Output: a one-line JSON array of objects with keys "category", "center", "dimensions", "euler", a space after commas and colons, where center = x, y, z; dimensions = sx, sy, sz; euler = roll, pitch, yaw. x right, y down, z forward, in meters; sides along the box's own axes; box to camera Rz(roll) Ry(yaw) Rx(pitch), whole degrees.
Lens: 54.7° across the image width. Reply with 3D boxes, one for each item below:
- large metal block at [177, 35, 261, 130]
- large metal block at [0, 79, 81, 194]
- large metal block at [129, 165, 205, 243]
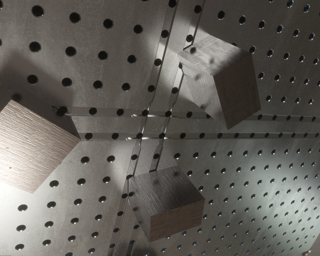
[{"category": "large metal block", "center": [0.073, -0.057, 0.382], "dimensions": [0.050, 0.080, 0.080], "euler": [-32, 129, -8]}, {"category": "large metal block", "center": [-0.145, 0.011, 0.323], "dimensions": [0.080, 0.050, 0.080], "euler": [-48, 129, 5]}, {"category": "large metal block", "center": [0.007, 0.105, 0.446], "dimensions": [0.081, 0.080, 0.050], "euler": [-11, 123, -23]}]
